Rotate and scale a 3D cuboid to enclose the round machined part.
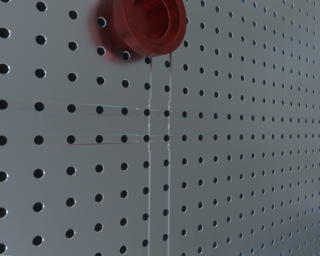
[{"bbox_3d":[-0.016,-0.137,0.384,0.099,0.042,0.097,0,90,-40],"label":"round machined part"}]
